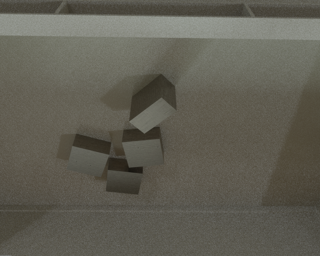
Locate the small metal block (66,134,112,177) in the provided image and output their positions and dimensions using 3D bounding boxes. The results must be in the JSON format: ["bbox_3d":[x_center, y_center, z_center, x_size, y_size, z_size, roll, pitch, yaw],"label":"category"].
[{"bbox_3d":[-0.101,0.040,0.442,0.050,0.025,0.050,15,129,-13],"label":"small metal block"}]

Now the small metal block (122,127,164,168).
[{"bbox_3d":[-0.022,0.027,0.432,0.050,0.025,0.050,-6,130,4],"label":"small metal block"}]

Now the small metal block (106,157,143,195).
[{"bbox_3d":[-0.054,0.074,0.471,0.050,0.025,0.050,7,130,-6],"label":"small metal block"}]

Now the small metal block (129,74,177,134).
[{"bbox_3d":[-0.008,-0.029,0.368,0.050,0.050,0.025,-35,122,26],"label":"small metal block"}]
